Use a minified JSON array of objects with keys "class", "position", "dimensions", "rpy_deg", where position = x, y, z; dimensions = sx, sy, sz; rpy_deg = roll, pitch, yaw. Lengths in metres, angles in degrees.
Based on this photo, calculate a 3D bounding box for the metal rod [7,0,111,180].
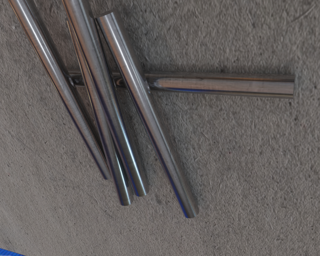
[{"class":"metal rod","position":[-0.121,-0.044,0.413],"dimensions":[0.025,0.025,0.299],"rpy_deg":[1,129,27]}]

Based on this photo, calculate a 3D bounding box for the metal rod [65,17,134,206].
[{"class":"metal rod","position":[-0.072,0.000,0.421],"dimensions":[0.025,0.025,0.298],"rpy_deg":[10,130,23]}]

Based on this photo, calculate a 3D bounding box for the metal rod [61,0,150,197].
[{"class":"metal rod","position":[-0.056,-0.015,0.388],"dimensions":[0.025,0.025,0.298],"rpy_deg":[8,134,24]}]

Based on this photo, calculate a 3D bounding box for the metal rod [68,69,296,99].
[{"class":"metal rod","position":[-0.001,-0.056,0.372],"dimensions":[0.301,0.025,0.025],"rpy_deg":[6,121,25]}]

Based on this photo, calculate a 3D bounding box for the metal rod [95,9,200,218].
[{"class":"metal rod","position":[-0.004,0.004,0.387],"dimensions":[0.025,0.025,0.299],"rpy_deg":[-4,124,30]}]
